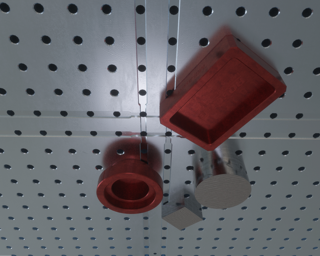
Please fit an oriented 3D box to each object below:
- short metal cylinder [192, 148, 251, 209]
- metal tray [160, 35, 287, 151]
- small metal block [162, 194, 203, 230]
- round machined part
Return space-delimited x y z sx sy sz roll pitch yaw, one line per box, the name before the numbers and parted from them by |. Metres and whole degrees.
short metal cylinder | 0.090 0.076 0.461 0.081 0.050 0.079 0 130 0
metal tray | 0.072 -0.035 0.378 0.090 0.030 0.129 30 124 -24
small metal block | 0.038 0.147 0.538 0.050 0.025 0.050 -34 123 25
round machined part | -0.045 0.086 0.473 0.099 0.042 0.097 0 130 0
